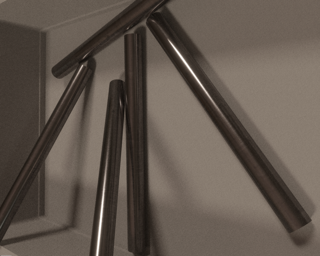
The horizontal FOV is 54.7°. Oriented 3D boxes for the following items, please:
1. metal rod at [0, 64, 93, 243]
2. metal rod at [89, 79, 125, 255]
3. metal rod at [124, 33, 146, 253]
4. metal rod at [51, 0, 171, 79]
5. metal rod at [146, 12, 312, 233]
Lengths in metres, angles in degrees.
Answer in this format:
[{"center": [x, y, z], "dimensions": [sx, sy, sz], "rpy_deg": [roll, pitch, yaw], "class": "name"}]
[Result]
[{"center": [-0.186, 0.035, 0.484], "dimensions": [0.025, 0.025, 0.299], "rpy_deg": [20, 79, 38], "class": "metal rod"}, {"center": [-0.062, 0.062, 0.377], "dimensions": [0.025, 0.025, 0.299], "rpy_deg": [-28, 48, 36], "class": "metal rod"}, {"center": [-0.035, 0.020, 0.433], "dimensions": [0.025, 0.025, 0.298], "rpy_deg": [-2, 89, 39], "class": "metal rod"}, {"center": [-0.078, -0.135, 0.452], "dimensions": [0.299, 0.025, 0.025], "rpy_deg": [-19, 78, 43], "class": "metal rod"}, {"center": [0.063, -0.024, 0.353], "dimensions": [0.025, 0.025, 0.299], "rpy_deg": [-45, 64, 30], "class": "metal rod"}]
